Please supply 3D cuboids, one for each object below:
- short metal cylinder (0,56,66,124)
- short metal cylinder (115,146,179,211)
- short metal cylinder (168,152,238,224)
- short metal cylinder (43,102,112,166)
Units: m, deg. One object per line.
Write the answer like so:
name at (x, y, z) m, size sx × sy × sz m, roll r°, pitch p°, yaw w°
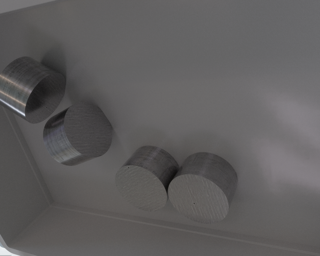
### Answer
short metal cylinder at (-0.180, -0.053, 0.435) m, size 0.050 × 0.080 × 0.079 m, roll 30°, pitch 128°, yaw 9°
short metal cylinder at (-0.017, 0.072, 0.446) m, size 0.080 × 0.050 × 0.079 m, roll 13°, pitch 124°, yaw 21°
short metal cylinder at (0.058, 0.079, 0.411) m, size 0.080 × 0.050 × 0.079 m, roll 13°, pitch 124°, yaw 21°
short metal cylinder at (-0.115, 0.009, 0.440) m, size 0.050 × 0.080 × 0.080 m, roll -22°, pitch 107°, yaw 36°
